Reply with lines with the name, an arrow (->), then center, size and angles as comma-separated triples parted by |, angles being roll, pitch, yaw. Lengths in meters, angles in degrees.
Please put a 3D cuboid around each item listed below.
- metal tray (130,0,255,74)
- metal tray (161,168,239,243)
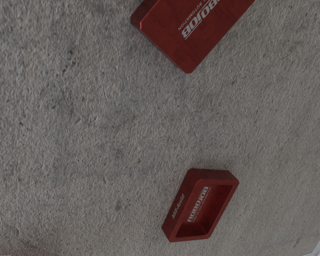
metal tray -> 0.042, -0.137, 0.342 | 0.130, 0.030, 0.090 | -49, 129, 6
metal tray -> 0.067, 0.131, 0.520 | 0.091, 0.030, 0.129 | 8, 114, -32
